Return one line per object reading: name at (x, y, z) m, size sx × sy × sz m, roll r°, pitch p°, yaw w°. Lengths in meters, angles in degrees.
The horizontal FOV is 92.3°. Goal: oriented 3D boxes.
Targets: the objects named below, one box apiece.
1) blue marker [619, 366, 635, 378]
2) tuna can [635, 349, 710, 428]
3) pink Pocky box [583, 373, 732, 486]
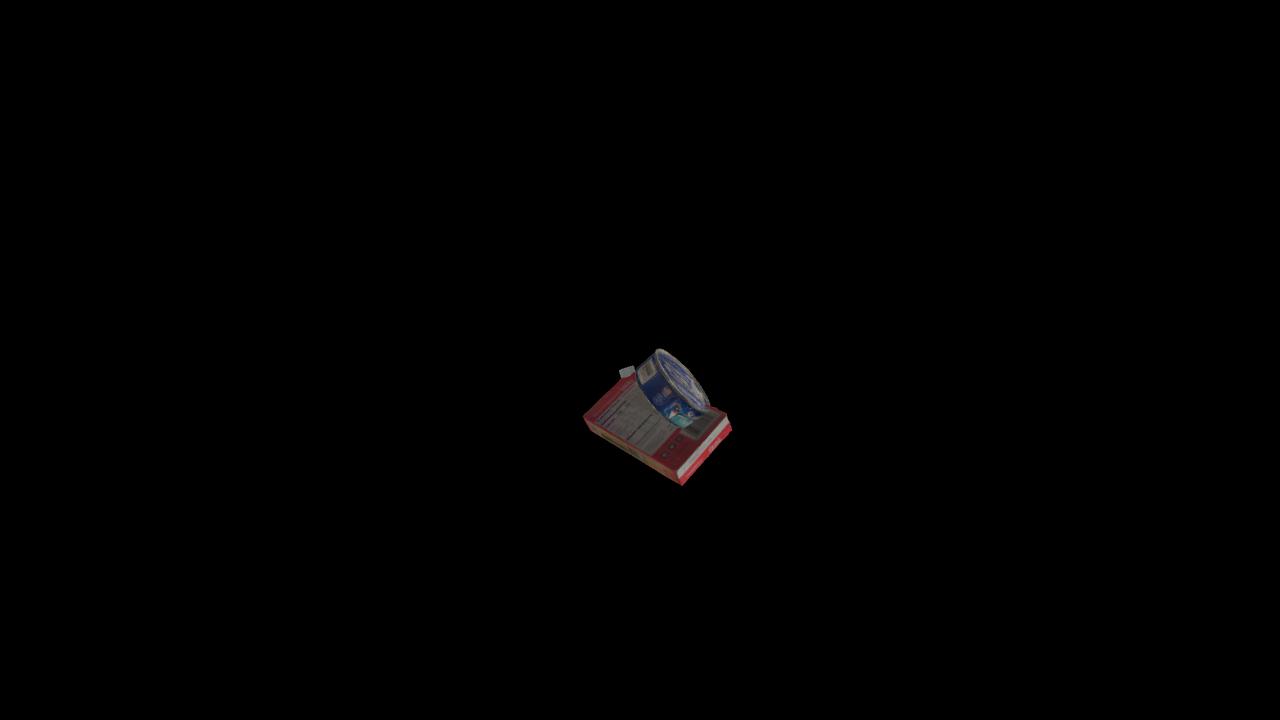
blue marker at (0.002, 0.067, 0.724) m, size 0.020 × 0.121 × 0.020 m, roll -18°, pitch -3°, yaw -1°
tuna can at (0.034, 0.030, 0.640) m, size 0.034 × 0.084 × 0.084 m, roll -41°, pitch -14°, yaw 16°
pink Pocky box at (0.015, 0.068, 0.667) m, size 0.084 × 0.029 × 0.155 m, roll -44°, pitch 42°, yaw -22°
